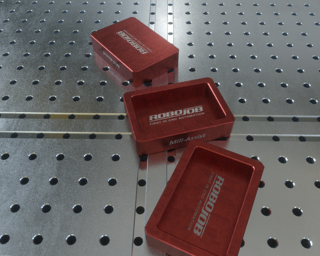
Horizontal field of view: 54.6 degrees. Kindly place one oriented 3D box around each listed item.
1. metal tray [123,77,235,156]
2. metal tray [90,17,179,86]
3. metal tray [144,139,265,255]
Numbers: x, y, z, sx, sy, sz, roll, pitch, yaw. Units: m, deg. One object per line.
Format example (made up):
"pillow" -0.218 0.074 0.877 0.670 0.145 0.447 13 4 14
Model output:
"metal tray" 0.023 -0.019 0.420 0.131 0.030 0.090 -12 51 -10
"metal tray" -0.043 -0.131 0.514 0.091 0.030 0.130 -31 57 -24
"metal tray" 0.051 0.080 0.337 0.090 0.030 0.130 20 53 16
